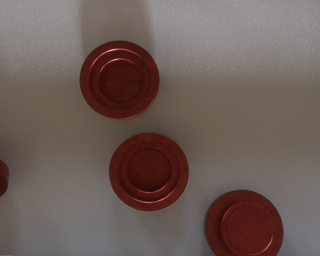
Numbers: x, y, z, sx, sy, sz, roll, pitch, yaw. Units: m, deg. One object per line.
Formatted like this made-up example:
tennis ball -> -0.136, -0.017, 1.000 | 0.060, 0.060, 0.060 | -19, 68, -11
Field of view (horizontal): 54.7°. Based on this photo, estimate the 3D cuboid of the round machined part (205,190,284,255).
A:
round machined part -> 0.108, 0.128, 0.392 | 0.099, 0.042, 0.098 | 0, 75, 0

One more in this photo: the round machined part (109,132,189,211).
round machined part -> -0.013, 0.054, 0.403 | 0.099, 0.042, 0.097 | 0, 90, 0

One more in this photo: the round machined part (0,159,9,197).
round machined part -> -0.241, 0.054, 0.383 | 0.099, 0.098, 0.042 | -16, 51, 0

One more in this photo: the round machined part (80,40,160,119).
round machined part -> -0.050, -0.060, 0.402 | 0.099, 0.042, 0.097 | 0, 90, 0
